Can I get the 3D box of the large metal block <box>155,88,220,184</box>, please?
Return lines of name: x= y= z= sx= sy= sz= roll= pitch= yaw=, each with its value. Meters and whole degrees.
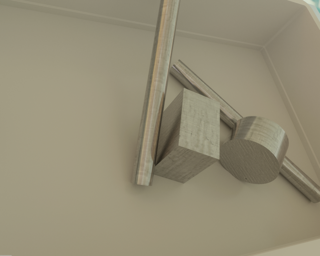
large metal block: x=0.029 y=0.012 z=0.381 sx=0.050 sy=0.080 sz=0.080 roll=20 pitch=54 yaw=-17

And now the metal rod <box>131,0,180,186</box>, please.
metal rod: x=0.001 y=-0.081 z=0.380 sx=0.025 sy=0.025 sz=0.299 roll=12 pitch=81 yaw=-22

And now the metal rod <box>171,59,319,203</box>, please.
metal rod: x=0.133 y=0.005 z=0.476 sx=0.300 sy=0.025 sz=0.025 roll=42 pitch=51 yaw=1

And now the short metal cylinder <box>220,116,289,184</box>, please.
short metal cylinder: x=0.128 y=0.030 z=0.423 sx=0.080 sy=0.080 sz=0.050 roll=40 pitch=51 yaw=-2
